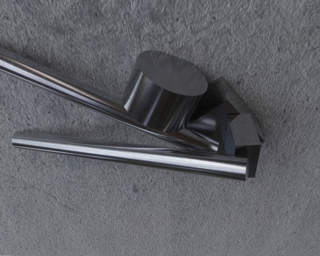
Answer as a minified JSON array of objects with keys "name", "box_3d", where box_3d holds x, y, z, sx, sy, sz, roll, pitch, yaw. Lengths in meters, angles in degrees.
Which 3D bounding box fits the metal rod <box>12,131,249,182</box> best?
[{"name":"metal rod","box_3d":[-0.052,0.028,0.362,0.301,0.025,0.025,5,134,23]}]

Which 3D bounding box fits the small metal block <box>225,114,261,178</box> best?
[{"name":"small metal block","box_3d":[0.089,0.020,0.341,0.025,0.050,0.050,-3,130,3]}]

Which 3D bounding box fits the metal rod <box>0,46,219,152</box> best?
[{"name":"metal rod","box_3d":[-0.076,-0.033,0.342,0.301,0.025,0.025,23,127,-5]}]

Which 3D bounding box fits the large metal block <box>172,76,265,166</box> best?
[{"name":"large metal block","box_3d":[0.069,-0.004,0.388,0.080,0.050,0.080,-33,123,26]}]

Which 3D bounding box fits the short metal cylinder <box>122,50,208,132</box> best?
[{"name":"short metal cylinder","box_3d":[0.005,-0.041,0.339,0.081,0.080,0.050,16,128,-14]}]
